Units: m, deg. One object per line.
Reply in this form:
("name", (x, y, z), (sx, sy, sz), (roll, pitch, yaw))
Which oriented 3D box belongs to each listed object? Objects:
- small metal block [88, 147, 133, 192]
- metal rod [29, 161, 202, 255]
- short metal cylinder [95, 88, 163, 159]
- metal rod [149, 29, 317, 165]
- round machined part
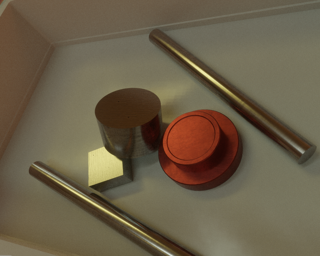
("small metal block", (-0.066, 0.051, 0.407), (0.050, 0.025, 0.050), (-20, 54, 16))
("metal rod", (-0.067, 0.101, 0.376), (0.300, 0.025, 0.025), (19, 72, 35))
("short metal cylinder", (-0.037, -0.008, 0.393), (0.080, 0.050, 0.080), (-3, 42, 3))
("metal rod", (0.070, -0.060, 0.404), (0.025, 0.025, 0.300), (-41, 51, 0))
("round machined part", (0.042, 0.020, 0.360), (0.098, 0.042, 0.098), (-13, 56, 20))
